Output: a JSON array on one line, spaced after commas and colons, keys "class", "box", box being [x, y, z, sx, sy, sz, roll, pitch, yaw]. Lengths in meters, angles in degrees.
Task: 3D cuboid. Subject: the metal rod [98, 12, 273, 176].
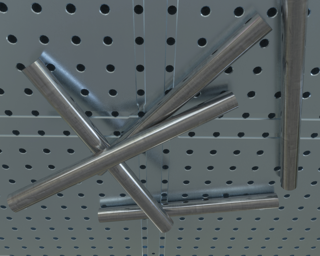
[{"class": "metal rod", "box": [0.008, -0.025, 0.390, 0.025, 0.025, 0.299, 34, 122, -26]}]

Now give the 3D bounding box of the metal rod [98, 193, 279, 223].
[{"class": "metal rod", "box": [0.045, 0.136, 0.528, 0.302, 0.025, 0.025, -6, 130, 4]}]

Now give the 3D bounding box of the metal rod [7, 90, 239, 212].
[{"class": "metal rod", "box": [-0.045, 0.028, 0.383, 0.301, 0.025, 0.025, -25, 128, 0]}]

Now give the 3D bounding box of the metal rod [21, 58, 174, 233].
[{"class": "metal rod", "box": [-0.068, 0.039, 0.412, 0.025, 0.025, 0.299, -26, 117, 20]}]

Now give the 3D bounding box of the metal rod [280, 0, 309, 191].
[{"class": "metal rod", "box": [0.168, -0.021, 0.396, 0.025, 0.025, 0.299, -11, 130, 9]}]
